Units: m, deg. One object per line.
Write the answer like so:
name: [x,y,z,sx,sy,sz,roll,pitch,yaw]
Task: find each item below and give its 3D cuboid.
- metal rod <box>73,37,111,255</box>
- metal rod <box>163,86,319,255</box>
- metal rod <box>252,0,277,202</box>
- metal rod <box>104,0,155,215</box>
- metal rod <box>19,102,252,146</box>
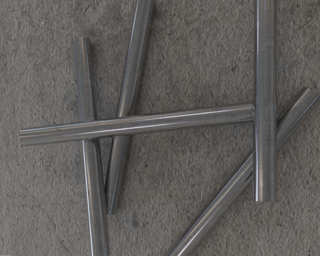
metal rod: [-0.095,0.019,0.425,0.025,0.025,0.298,-11,80,19]
metal rod: [0.085,0.078,0.378,0.025,0.025,0.299,40,102,15]
metal rod: [0.119,-0.070,0.349,0.025,0.025,0.298,0,84,20]
metal rod: [-0.046,-0.029,0.425,0.025,0.025,0.298,12,94,19]
metal rod: [-0.032,-0.004,0.391,0.301,0.025,0.025,-6,88,9]
